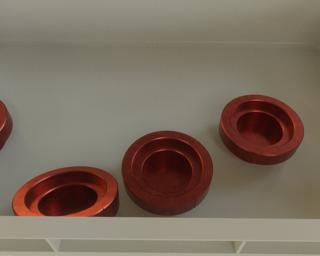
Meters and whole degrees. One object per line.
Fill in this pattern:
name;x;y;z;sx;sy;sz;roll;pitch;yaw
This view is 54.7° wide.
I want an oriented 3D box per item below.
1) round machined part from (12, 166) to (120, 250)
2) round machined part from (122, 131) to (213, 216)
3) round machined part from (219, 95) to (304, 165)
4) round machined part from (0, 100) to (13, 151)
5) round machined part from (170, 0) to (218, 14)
round machined part;-0.090;0.081;0.308;0.099;0.042;0.098;-1;23;0
round machined part;0.008;0.053;0.349;0.099;0.042;0.098;0;50;0
round machined part;0.123;0.006;0.390;0.099;0.042;0.098;0;50;0
round machined part;-0.235;0.006;0.386;0.099;0.042;0.098;0;50;0
round machined part;0.070;-0.275;0.629;0.099;0.042;0.098;0;50;0
